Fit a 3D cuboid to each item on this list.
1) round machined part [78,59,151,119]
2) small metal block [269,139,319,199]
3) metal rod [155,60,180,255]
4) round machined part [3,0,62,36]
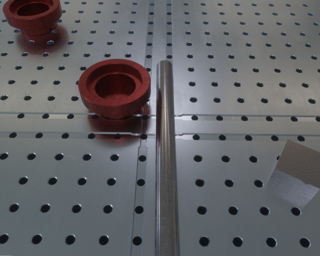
[{"bbox_3d":[-0.062,-0.051,0.439,0.099,0.042,0.098,0,50,0],"label":"round machined part"},{"bbox_3d":[0.166,0.048,0.369,0.050,0.025,0.050,25,54,19],"label":"small metal block"},{"bbox_3d":[0.007,0.018,0.392,0.025,0.025,0.300,0,50,0],"label":"metal rod"},{"bbox_3d":[-0.229,-0.207,0.569,0.099,0.042,0.098,0,50,0],"label":"round machined part"}]
